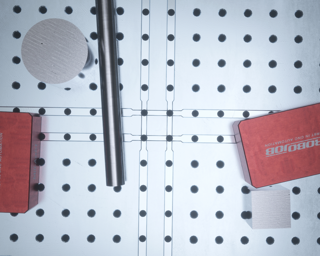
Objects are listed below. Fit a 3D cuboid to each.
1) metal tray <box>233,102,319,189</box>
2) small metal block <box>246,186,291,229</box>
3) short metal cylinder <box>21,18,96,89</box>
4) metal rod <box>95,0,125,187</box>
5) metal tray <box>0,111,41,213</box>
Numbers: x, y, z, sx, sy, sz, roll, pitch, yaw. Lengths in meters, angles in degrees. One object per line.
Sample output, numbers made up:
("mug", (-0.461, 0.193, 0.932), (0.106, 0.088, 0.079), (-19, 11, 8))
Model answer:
("metal tray", (0.173, 0.021, 0.412), (0.131, 0.030, 0.089), (-13, 90, 0))
("small metal block", (0.145, 0.106, 0.414), (0.050, 0.025, 0.050), (-2, 90, 0))
("short metal cylinder", (-0.128, -0.093, 0.400), (0.081, 0.050, 0.080), (0, 90, 0))
("metal rod", (-0.068, -0.073, 0.412), (0.025, 0.025, 0.298), (-3, 90, 0))
("metal tray", (-0.210, 0.043, 0.409), (0.091, 0.030, 0.129), (2, 90, 0))
